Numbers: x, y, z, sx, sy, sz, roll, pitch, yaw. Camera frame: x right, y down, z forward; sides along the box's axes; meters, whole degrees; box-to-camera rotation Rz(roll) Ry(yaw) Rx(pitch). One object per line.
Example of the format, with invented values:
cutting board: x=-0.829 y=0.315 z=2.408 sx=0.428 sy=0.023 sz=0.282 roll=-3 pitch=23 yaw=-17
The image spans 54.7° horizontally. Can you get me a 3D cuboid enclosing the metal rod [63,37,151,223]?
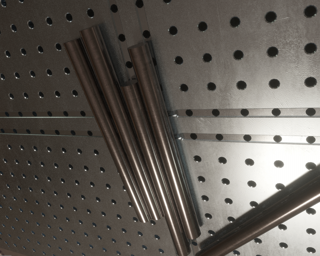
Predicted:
metal rod: x=-0.068 y=0.017 z=0.455 sx=0.025 sy=0.025 sz=0.298 roll=-5 pitch=116 yaw=30

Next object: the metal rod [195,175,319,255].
metal rod: x=0.140 y=0.124 z=0.413 sx=0.025 sy=0.025 sz=0.298 roll=39 pitch=129 yaw=1

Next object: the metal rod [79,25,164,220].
metal rod: x=-0.045 y=0.008 z=0.438 sx=0.025 sy=0.025 sz=0.298 roll=-4 pitch=117 yaw=29

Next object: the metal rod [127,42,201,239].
metal rod: x=0.013 y=0.034 z=0.424 sx=0.025 sy=0.025 sz=0.298 roll=-3 pitch=117 yaw=29

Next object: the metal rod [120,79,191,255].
metal rod: x=0.000 y=0.073 z=0.454 sx=0.025 sy=0.025 sz=0.298 roll=-3 pitch=117 yaw=29
